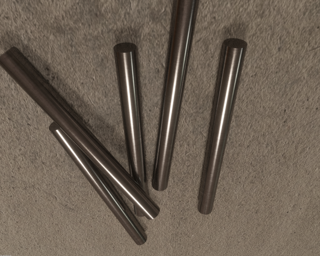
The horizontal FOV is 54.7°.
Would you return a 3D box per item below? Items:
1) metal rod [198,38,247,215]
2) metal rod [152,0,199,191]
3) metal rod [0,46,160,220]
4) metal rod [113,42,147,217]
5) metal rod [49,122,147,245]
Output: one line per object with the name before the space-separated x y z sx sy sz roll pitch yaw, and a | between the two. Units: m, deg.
metal rod | 0.078 0.023 0.427 0.025 0.025 0.298 0 130 -1
metal rod | 0.013 -0.025 0.386 0.025 0.025 0.298 4 130 -4
metal rod | -0.090 0.025 0.406 0.025 0.025 0.300 -26 120 20
metal rod | -0.034 0.027 0.429 0.025 0.025 0.298 -1 130 0
metal rod | -0.084 0.102 0.493 0.025 0.025 0.299 -15 129 12
